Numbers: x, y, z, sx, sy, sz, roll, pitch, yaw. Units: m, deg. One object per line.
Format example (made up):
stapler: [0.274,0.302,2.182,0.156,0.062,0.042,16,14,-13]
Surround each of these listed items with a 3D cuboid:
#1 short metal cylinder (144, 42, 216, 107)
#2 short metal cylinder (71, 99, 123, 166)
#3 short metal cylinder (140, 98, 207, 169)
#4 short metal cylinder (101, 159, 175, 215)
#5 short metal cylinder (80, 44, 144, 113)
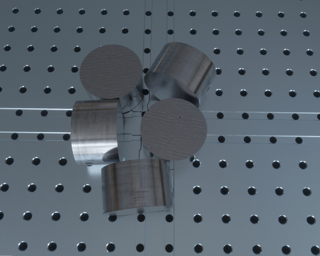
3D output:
short metal cylinder: [0.026,-0.066,0.407,0.080,0.080,0.050,27,72,9]
short metal cylinder: [-0.074,0.005,0.381,0.050,0.080,0.080,-2,70,-1]
short metal cylinder: [0.016,0.008,0.395,0.081,0.050,0.080,0,70,-1]
short metal cylinder: [-0.026,0.070,0.356,0.081,0.080,0.050,-6,71,-2]
short metal cylinder: [-0.063,-0.065,0.421,0.080,0.050,0.080,0,70,1]
